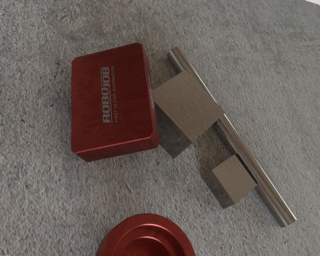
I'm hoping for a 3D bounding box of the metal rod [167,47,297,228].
[{"bbox_3d":[0.098,0.004,0.453,0.025,0.025,0.299,-22,73,-36],"label":"metal rod"}]

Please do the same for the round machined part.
[{"bbox_3d":[-0.016,0.137,0.301,0.099,0.042,0.098,14,56,-21],"label":"round machined part"}]

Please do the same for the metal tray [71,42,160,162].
[{"bbox_3d":[-0.054,-0.032,0.360,0.090,0.030,0.130,-12,62,7],"label":"metal tray"}]

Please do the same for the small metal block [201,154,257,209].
[{"bbox_3d":[0.092,0.070,0.410,0.050,0.025,0.050,-26,76,-37],"label":"small metal block"}]

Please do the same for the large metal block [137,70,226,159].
[{"bbox_3d":[0.026,-0.019,0.414,0.080,0.050,0.080,48,51,5],"label":"large metal block"}]
